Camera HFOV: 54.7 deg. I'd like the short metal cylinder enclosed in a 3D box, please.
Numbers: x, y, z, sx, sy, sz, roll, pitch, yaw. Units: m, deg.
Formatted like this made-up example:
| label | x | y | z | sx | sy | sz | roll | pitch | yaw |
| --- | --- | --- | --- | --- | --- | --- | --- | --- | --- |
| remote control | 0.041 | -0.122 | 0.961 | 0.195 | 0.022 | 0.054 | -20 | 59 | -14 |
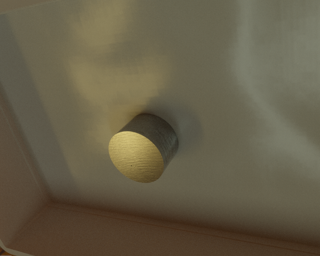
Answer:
| label | x | y | z | sx | sy | sz | roll | pitch | yaw |
| --- | --- | --- | --- | --- | --- | --- | --- | --- | --- |
| short metal cylinder | -0.021 | 0.027 | 0.419 | 0.080 | 0.050 | 0.079 | 13 | 124 | 20 |
